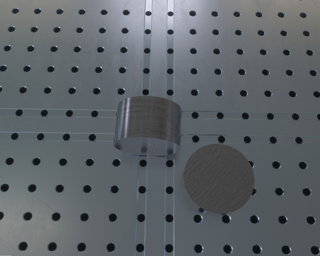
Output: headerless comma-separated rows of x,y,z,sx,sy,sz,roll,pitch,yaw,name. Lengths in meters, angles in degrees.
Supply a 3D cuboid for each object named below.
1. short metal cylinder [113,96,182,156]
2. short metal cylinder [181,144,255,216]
-0.014,0.000,0.382,0.080,0.080,0.050,3,70,1,short metal cylinder
0.067,0.064,0.375,0.081,0.050,0.080,0,70,0,short metal cylinder
